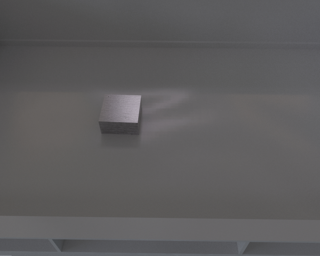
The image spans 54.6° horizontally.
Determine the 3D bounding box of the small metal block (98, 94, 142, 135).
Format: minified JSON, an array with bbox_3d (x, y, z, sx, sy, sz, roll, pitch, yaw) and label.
[{"bbox_3d":[-0.052,-0.019,0.421,0.050,0.025,0.050,2,50,2],"label":"small metal block"}]
